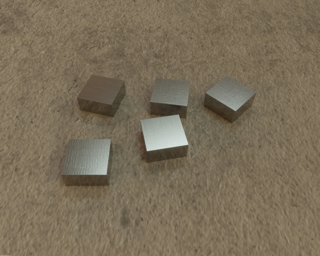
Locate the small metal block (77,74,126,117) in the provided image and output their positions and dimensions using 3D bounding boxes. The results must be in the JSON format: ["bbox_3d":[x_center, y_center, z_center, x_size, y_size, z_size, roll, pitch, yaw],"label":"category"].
[{"bbox_3d":[-0.082,-0.047,0.441,0.050,0.025,0.050,12,51,9],"label":"small metal block"}]

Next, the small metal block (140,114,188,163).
[{"bbox_3d":[0.004,0.013,0.393,0.050,0.025,0.050,-8,51,-8],"label":"small metal block"}]

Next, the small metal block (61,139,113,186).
[{"bbox_3d":[-0.085,0.041,0.368,0.050,0.025,0.050,0,50,-1],"label":"small metal block"}]

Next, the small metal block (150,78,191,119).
[{"bbox_3d":[0.015,-0.043,0.440,0.050,0.025,0.050,7,50,5],"label":"small metal block"}]

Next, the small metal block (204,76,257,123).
[{"bbox_3d":[0.099,-0.041,0.439,0.050,0.025,0.050,36,58,26],"label":"small metal block"}]
